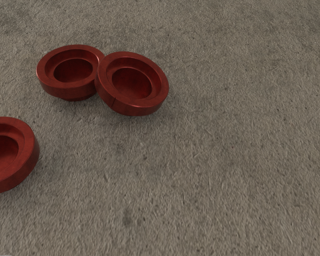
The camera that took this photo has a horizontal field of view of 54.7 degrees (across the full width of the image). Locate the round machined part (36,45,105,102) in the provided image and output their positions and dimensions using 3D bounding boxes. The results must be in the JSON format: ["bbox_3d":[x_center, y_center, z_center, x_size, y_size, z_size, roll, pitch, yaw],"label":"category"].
[{"bbox_3d":[-0.125,-0.077,0.456,0.099,0.042,0.098,0,50,0],"label":"round machined part"}]

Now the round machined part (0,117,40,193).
[{"bbox_3d":[-0.190,0.036,0.360,0.099,0.042,0.098,0,50,0],"label":"round machined part"}]

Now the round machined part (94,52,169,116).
[{"bbox_3d":[-0.041,-0.055,0.424,0.099,0.042,0.098,13,52,-17],"label":"round machined part"}]
